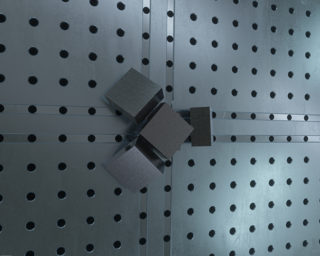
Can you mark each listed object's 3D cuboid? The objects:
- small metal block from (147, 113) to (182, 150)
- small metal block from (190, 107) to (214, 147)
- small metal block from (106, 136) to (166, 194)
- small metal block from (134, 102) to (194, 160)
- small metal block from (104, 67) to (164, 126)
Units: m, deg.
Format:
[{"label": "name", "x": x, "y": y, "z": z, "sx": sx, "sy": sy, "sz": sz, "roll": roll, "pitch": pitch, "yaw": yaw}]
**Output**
[{"label": "small metal block", "x": 0.000, "y": 0.004, "z": 0.412, "sx": 0.050, "sy": 0.025, "sz": 0.050, "roll": 2, "pitch": 92, "yaw": -20}, {"label": "small metal block", "x": 0.057, "y": -0.002, "z": 0.417, "sx": 0.025, "sy": 0.050, "sz": 0.050, "roll": -2, "pitch": 91, "yaw": 13}, {"label": "small metal block", "x": -0.030, "y": 0.047, "z": 0.388, "sx": 0.050, "sy": 0.025, "sz": 0.050, "roll": -38, "pitch": 105, "yaw": 22}, {"label": "small metal block", "x": 0.005, "y": 0.004, "z": 0.387, "sx": 0.050, "sy": 0.025, "sz": 0.050, "roll": 43, "pitch": 76, "yaw": -16}, {"label": "small metal block", "x": -0.031, "y": -0.040, "z": 0.388, "sx": 0.050, "sy": 0.025, "sz": 0.050, "roll": 36, "pitch": 75, "yaw": 20}]
